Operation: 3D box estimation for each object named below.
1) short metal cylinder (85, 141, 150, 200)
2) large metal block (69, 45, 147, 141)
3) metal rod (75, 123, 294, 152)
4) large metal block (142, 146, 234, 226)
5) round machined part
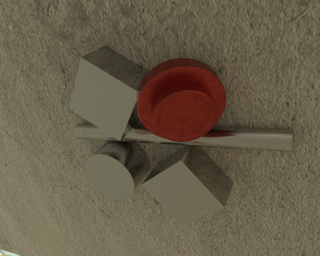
[{"bbox_3d":[-0.062,0.059,0.459,0.080,0.050,0.079,13,124,20],"label":"short metal cylinder"},{"bbox_3d":[-0.060,-0.044,0.392,0.080,0.050,0.079,32,128,7],"label":"large metal block"},{"bbox_3d":[0.012,0.009,0.408,0.301,0.025,0.025,2,119,27],"label":"metal rod"},{"bbox_3d":[0.037,0.075,0.418,0.080,0.050,0.080,48,129,-6],"label":"large metal block"},{"bbox_3d":[0.024,-0.023,0.339,0.099,0.042,0.097,-4,129,-5],"label":"round machined part"}]
